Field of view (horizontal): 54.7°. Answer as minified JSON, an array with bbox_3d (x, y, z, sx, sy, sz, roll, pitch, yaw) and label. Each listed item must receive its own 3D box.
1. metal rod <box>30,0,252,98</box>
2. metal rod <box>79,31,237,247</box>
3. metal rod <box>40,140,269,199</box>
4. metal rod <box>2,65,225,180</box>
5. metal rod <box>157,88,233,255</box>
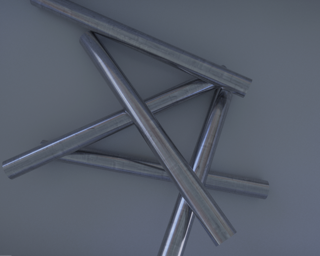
[{"bbox_3d":[-0.028,-0.111,0.394,0.301,0.025,0.025,25,90,6],"label":"metal rod"},{"bbox_3d":[-0.015,-0.005,0.357,0.025,0.025,0.299,-35,69,0],"label":"metal rod"},{"bbox_3d":[-0.008,0.055,0.411,0.302,0.025,0.025,10,90,0],"label":"metal rod"},{"bbox_3d":[-0.049,-0.010,0.395,0.302,0.025,0.025,-24,90,-7],"label":"metal rod"},{"bbox_3d":[0.033,0.078,0.346,0.025,0.025,0.300,23,63,0],"label":"metal rod"}]
